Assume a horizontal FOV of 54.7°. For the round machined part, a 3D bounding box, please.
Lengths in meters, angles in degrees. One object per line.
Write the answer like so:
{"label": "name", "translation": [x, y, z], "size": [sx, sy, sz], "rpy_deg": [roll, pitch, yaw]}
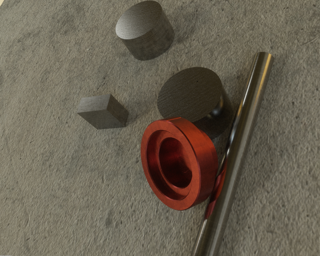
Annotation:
{"label": "round machined part", "translation": [0.024, 0.035, 0.336], "size": [0.042, 0.097, 0.098], "rpy_deg": [-13, 39, -36]}

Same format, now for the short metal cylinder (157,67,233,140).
{"label": "short metal cylinder", "translation": [0.044, -0.028, 0.382], "size": [0.080, 0.050, 0.080], "rpy_deg": [-13, 56, 21]}

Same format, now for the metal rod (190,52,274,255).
{"label": "metal rod", "translation": [0.077, 0.043, 0.337], "size": [0.025, 0.025, 0.300], "rpy_deg": [9, 66, 32]}

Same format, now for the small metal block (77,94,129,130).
{"label": "small metal block", "translation": [-0.081, -0.022, 0.444], "size": [0.050, 0.050, 0.025], "rpy_deg": [-5, 60, 26]}

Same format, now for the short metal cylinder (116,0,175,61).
{"label": "short metal cylinder", "translation": [-0.023, -0.155, 0.495], "size": [0.080, 0.050, 0.080], "rpy_deg": [-13, 56, 21]}
